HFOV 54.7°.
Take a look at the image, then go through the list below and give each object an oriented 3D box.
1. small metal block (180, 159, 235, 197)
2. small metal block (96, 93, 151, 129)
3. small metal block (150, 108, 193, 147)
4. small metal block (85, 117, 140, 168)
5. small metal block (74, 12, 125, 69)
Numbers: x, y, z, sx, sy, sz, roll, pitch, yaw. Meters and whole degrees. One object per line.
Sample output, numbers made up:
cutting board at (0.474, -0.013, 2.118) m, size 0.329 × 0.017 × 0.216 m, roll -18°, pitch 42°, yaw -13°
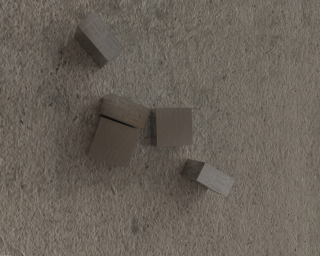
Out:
small metal block at (0.063, 0.067, 0.419) m, size 0.050 × 0.050 × 0.025 m, roll 31°, pitch 80°, yaw -18°
small metal block at (-0.046, -0.020, 0.379) m, size 0.050 × 0.050 × 0.025 m, roll 21°, pitch 83°, yaw -19°
small metal block at (0.015, -0.001, 0.414) m, size 0.050 × 0.025 × 0.050 m, roll -2°, pitch 91°, yaw -20°
small metal block at (-0.059, 0.018, 0.387) m, size 0.050 × 0.025 × 0.050 m, roll 20°, pitch 83°, yaw -19°
small metal block at (-0.074, -0.102, 0.368) m, size 0.025 × 0.050 × 0.050 m, roll -44°, pitch 104°, yaw -15°
